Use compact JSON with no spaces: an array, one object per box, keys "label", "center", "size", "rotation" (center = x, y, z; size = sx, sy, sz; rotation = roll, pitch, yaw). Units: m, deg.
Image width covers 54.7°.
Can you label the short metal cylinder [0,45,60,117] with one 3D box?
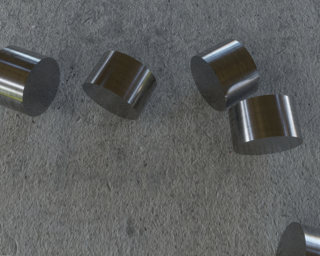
[{"label":"short metal cylinder","center":[-0.174,-0.060,0.400],"size":[0.050,0.080,0.080],"rotation":[19,71,7]}]

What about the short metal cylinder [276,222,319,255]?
[{"label":"short metal cylinder","center":[0.161,0.146,0.326],"size":[0.050,0.080,0.080],"rotation":[16,71,6]}]

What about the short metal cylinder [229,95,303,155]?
[{"label":"short metal cylinder","center":[0.128,-0.001,0.380],"size":[0.081,0.080,0.050],"rotation":[-3,70,-1]}]

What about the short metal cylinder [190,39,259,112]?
[{"label":"short metal cylinder","center":[0.083,-0.068,0.404],"size":[0.050,0.080,0.080],"rotation":[-29,73,-10]}]

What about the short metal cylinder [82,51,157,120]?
[{"label":"short metal cylinder","center":[-0.051,-0.053,0.398],"size":[0.080,0.080,0.050],"rotation":[26,72,9]}]
